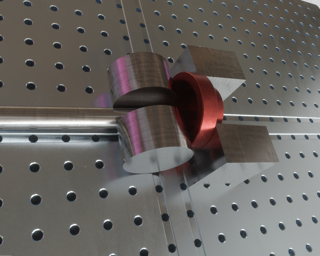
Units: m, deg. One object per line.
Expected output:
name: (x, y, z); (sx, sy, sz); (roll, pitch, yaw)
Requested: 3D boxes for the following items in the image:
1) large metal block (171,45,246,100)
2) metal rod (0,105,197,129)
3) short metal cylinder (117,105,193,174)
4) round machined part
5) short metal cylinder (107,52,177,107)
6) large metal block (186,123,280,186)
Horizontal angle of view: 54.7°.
large metal block: (0.061, -0.069, 0.449); (0.081, 0.080, 0.050); (0, 62, -28)
metal rod: (-0.095, -0.012, 0.349); (0.303, 0.025, 0.025); (-1, 62, -24)
short metal cylinder: (-0.007, 0.015, 0.359); (0.081, 0.080, 0.050); (1, 62, -28)
round machined part: (0.044, -0.021, 0.397); (0.042, 0.097, 0.098); (1, 62, -28)
short metal cylinder: (-0.023, -0.050, 0.391); (0.081, 0.080, 0.050); (1, 62, -28)
large metal block: (0.088, 0.036, 0.399); (0.081, 0.080, 0.050); (3, 61, -27)
